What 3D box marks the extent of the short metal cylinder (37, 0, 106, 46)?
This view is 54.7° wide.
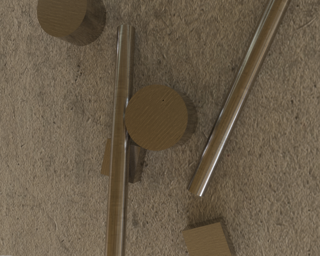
[{"bbox_3d":[-0.124,-0.162,0.439,0.080,0.050,0.079,0,90,20],"label":"short metal cylinder"}]

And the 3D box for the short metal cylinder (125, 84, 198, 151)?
[{"bbox_3d":[0.003,-0.013,0.395,0.080,0.050,0.079,0,90,20],"label":"short metal cylinder"}]

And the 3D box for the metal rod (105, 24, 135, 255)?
[{"bbox_3d":[-0.051,0.011,0.401,0.025,0.025,0.298,-2,80,20],"label":"metal rod"}]

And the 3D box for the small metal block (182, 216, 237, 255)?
[{"bbox_3d":[0.062,0.144,0.387,0.050,0.025,0.050,-21,83,18],"label":"small metal block"}]

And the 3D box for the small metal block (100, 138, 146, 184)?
[{"bbox_3d":[-0.049,0.044,0.426,0.050,0.025,0.050,13,94,19],"label":"small metal block"}]

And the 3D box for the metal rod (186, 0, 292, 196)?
[{"bbox_3d":[0.101,-0.056,0.373,0.025,0.025,0.298,25,98,18],"label":"metal rod"}]
